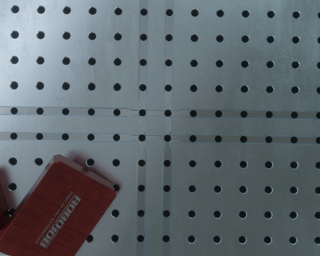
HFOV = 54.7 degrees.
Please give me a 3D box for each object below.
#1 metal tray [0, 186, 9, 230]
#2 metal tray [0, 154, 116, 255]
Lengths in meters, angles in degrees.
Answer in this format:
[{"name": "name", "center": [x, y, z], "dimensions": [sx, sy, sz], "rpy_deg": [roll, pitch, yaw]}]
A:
[{"name": "metal tray", "center": [-0.275, 0.113, 0.407], "dimensions": [0.131, 0.030, 0.090], "rpy_deg": [-17, 90, -1]}, {"name": "metal tray", "center": [-0.129, 0.110, 0.394], "dimensions": [0.090, 0.030, 0.130], "rpy_deg": [35, 90, -22]}]
